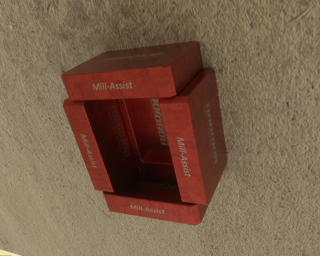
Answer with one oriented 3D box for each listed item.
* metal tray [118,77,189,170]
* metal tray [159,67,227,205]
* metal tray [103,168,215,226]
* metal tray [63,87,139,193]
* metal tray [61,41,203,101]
[{"bbox_3d":[0.001,-0.008,0.398,0.090,0.030,0.129,1,119,27],"label":"metal tray"},{"bbox_3d":[0.043,0.008,0.347,0.030,0.090,0.129,1,119,28],"label":"metal tray"},{"bbox_3d":[0.003,0.077,0.411,0.130,0.090,0.030,1,119,27],"label":"metal tray"},{"bbox_3d":[-0.065,0.006,0.402,0.030,0.090,0.129,1,119,28],"label":"metal tray"},{"bbox_3d":[-0.029,-0.063,0.341,0.130,0.090,0.030,1,119,27],"label":"metal tray"}]
